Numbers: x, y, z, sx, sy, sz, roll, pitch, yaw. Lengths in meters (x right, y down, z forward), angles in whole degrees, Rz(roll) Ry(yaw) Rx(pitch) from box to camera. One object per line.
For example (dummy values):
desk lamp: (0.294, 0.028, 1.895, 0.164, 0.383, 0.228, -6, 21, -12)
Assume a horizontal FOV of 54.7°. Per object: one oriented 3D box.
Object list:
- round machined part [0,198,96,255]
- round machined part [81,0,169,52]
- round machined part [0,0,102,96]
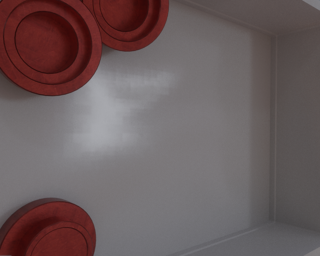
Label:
round machined part: (-0.107, 0.122, 0.306, 0.099, 0.042, 0.097, 0, 90, -40)
round machined part: (-0.043, -0.137, 0.345, 0.099, 0.042, 0.097, -11, 115, -25)
round machined part: (-0.109, -0.081, 0.296, 0.099, 0.042, 0.097, -6, 102, -32)
